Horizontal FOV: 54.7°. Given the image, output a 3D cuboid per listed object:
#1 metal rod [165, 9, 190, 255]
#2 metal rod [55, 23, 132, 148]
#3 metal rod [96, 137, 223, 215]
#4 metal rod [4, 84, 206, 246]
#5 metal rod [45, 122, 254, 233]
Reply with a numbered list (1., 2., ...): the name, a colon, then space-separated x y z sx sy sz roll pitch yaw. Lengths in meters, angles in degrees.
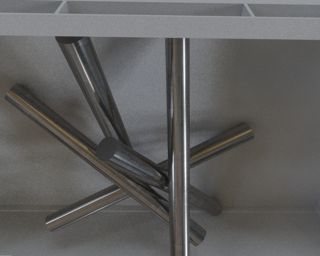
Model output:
1. metal rod: 0.021 0.025 0.351 0.025 0.025 0.298 -1 106 1
2. metal rod: -0.051 0.008 0.363 0.025 0.025 0.299 -6 146 4
3. metal rod: 0.022 0.079 0.411 0.025 0.025 0.301 -25 146 19
4. metal rod: -0.062 0.051 0.391 0.300 0.025 0.025 40 121 -8
5. metal rod: -0.016 0.068 0.422 0.301 0.025 0.025 -26 127 3
